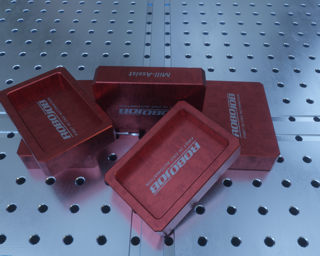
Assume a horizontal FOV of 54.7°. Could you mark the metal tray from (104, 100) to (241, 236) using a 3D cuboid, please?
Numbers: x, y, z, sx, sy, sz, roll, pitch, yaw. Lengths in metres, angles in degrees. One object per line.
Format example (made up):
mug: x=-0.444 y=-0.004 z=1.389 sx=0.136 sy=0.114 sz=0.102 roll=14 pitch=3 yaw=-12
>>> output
metal tray: x=0.015 y=0.041 z=0.346 sx=0.090 sy=0.030 sz=0.130 roll=39 pitch=77 yaw=27

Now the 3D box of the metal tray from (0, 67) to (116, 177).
metal tray: x=-0.125 y=-0.014 z=0.373 sx=0.091 sy=0.030 sz=0.130 roll=-31 pitch=57 yaw=-24

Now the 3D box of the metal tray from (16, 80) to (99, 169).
metal tray: x=-0.123 y=-0.009 z=0.411 sx=0.091 sy=0.030 sz=0.130 roll=-1 pitch=51 yaw=-1

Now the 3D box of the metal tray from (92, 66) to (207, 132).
metal tray: x=-0.012 y=-0.033 z=0.392 sx=0.131 sy=0.089 sz=0.030 roll=1 pitch=50 yaw=0

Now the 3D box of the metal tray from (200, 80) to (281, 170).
metal tray: x=0.098 y=-0.008 z=0.411 sx=0.091 sy=0.030 sz=0.130 roll=2 pitch=50 yaw=1
